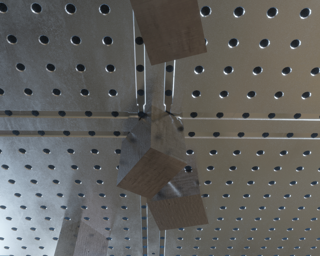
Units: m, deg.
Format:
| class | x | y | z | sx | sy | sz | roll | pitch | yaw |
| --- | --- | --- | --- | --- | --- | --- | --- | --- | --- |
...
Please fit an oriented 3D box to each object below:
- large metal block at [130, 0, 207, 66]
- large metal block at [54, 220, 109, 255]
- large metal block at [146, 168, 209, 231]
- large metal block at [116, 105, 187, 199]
| class | x | y | z | sx | sy | sz | roll | pitch | yaw |
| --- | --- | --- | --- | --- | --- | --- | --- | --- | --- |
| large metal block | 0.006 | -0.115 | 0.277 | 0.050 | 0.080 | 0.080 | -12 | 129 | 9 |
| large metal block | -0.144 | 0.232 | 0.571 | 0.050 | 0.080 | 0.080 | -27 | 126 | 20 |
| large metal block | 0.029 | 0.115 | 0.494 | 0.080 | 0.050 | 0.080 | -11 | 130 | 9 |
| large metal block | -0.011 | 0.031 | 0.402 | 0.050 | 0.080 | 0.080 | 26 | 125 | -21 |
